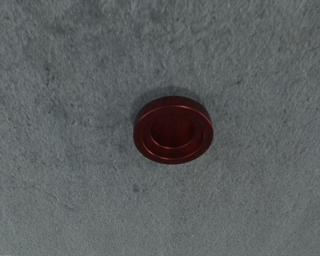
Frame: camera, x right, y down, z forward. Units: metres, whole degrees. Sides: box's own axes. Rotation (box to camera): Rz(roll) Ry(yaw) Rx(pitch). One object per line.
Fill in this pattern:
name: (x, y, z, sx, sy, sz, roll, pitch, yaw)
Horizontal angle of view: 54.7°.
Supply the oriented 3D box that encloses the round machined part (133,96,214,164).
round machined part: (0.016, -0.002, 0.395, 0.099, 0.042, 0.097, -1, 130, 0)
